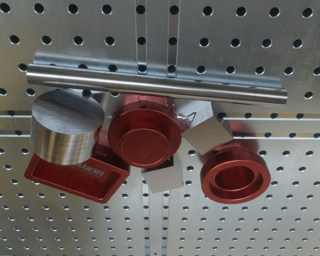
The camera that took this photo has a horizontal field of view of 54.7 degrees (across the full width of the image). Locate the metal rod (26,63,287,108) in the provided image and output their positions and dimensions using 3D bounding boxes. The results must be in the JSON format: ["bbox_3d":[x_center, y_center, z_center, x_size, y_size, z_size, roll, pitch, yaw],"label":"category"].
[{"bbox_3d":[0.001,-0.049,0.369,0.302,0.025,0.025,5,130,-5],"label":"metal rod"}]

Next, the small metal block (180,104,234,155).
[{"bbox_3d":[0.062,0.003,0.415,0.050,0.025,0.050,-31,124,23],"label":"small metal block"}]

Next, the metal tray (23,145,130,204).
[{"bbox_3d":[-0.120,0.059,0.457,0.131,0.030,0.089,24,126,-19],"label":"metal tray"}]

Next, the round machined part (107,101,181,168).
[{"bbox_3d":[-0.021,0.015,0.413,0.099,0.042,0.097,0,128,0],"label":"round machined part"}]

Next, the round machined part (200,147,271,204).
[{"bbox_3d":[0.108,0.066,0.458,0.099,0.042,0.097,0,130,0],"label":"round machined part"}]

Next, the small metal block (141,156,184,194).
[{"bbox_3d":[0.004,0.070,0.471,0.050,0.025,0.050,-15,129,12],"label":"small metal block"}]

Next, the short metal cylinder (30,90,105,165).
[{"bbox_3d":[-0.112,-0.002,0.372,0.081,0.080,0.050,14,129,-12],"label":"short metal cylinder"}]
